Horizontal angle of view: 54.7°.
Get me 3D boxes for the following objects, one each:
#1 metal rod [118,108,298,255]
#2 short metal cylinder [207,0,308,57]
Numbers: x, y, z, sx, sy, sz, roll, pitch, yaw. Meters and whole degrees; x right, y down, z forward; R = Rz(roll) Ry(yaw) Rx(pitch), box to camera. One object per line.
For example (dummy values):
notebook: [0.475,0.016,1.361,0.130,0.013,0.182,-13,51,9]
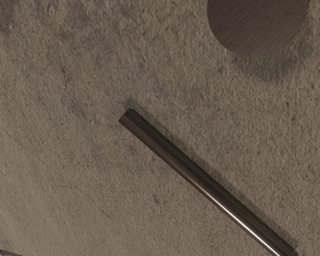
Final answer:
metal rod: [0.065,0.080,0.421,0.300,0.025,0.025,41,129,-1]
short metal cylinder: [0.088,-0.110,0.276,0.080,0.050,0.079,13,124,20]
